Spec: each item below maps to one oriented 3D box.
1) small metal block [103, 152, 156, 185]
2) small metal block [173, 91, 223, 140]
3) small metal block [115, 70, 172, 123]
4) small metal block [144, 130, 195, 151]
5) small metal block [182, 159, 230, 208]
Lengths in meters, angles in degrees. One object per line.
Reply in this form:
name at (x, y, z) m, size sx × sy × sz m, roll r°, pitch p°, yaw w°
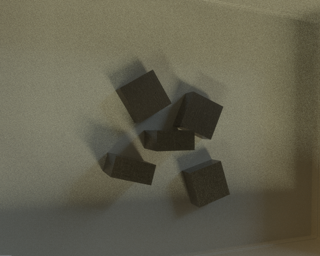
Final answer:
small metal block at (-0.039, 0.050, 0.384) m, size 0.050 × 0.050 × 0.025 m, roll 16°, pitch 85°, yaw -20°
small metal block at (0.053, -0.017, 0.431) m, size 0.050 × 0.025 × 0.050 m, roll 24°, pitch 82°, yaw -19°
small metal block at (-0.021, -0.041, 0.404) m, size 0.050 × 0.025 × 0.050 m, roll -33°, pitch 101°, yaw -17°
small metal block at (0.011, 0.015, 0.403) m, size 0.050 × 0.050 × 0.025 m, roll 0°, pitch 90°, yaw -20°
small metal block at (0.065, 0.077, 0.436) m, size 0.050 × 0.025 × 0.050 m, roll -18°, pitch 96°, yaw -20°
